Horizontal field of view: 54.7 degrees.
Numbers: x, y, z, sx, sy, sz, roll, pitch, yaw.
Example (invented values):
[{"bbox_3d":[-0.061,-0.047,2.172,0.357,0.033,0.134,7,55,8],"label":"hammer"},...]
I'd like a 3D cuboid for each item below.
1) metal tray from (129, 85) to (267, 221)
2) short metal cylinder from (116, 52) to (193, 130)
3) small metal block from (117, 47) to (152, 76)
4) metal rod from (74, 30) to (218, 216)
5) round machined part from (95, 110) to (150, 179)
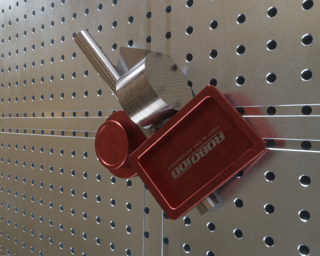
[{"bbox_3d":[0.039,0.028,0.345,0.130,0.030,0.090,-42,71,14],"label":"metal tray"},{"bbox_3d":[-0.006,-0.045,0.376,0.050,0.081,0.080,-31,71,35],"label":"short metal cylinder"},{"bbox_3d":[-0.034,-0.085,0.436,0.050,0.025,0.050,17,101,38],"label":"small metal block"},{"bbox_3d":[-0.027,-0.018,0.408,0.025,0.025,0.299,-47,70,29],"label":"metal rod"},{"bbox_3d":[-0.055,0.023,0.440,0.098,0.042,0.097,0,90,39],"label":"round machined part"}]
